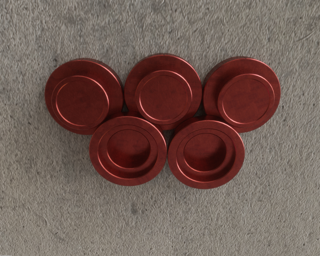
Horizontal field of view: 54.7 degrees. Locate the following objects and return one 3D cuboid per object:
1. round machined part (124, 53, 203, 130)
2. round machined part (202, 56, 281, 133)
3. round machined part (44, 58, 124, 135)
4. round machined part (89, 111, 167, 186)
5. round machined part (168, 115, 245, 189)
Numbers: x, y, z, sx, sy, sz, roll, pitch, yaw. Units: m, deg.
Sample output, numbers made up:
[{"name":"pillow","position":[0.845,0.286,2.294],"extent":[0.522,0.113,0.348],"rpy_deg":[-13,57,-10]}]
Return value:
[{"name":"round machined part","position":[0.004,-0.042,0.387],"extent":[0.099,0.042,0.097],"rpy_deg":[0,110,-1]},{"name":"round machined part","position":[0.103,-0.039,0.389],"extent":[0.099,0.042,0.097],"rpy_deg":[0,110,-1]},{"name":"round machined part","position":[-0.095,-0.036,0.387],"extent":[0.099,0.042,0.097],"rpy_deg":[0,110,-1]},{"name":"round machined part","position":[-0.040,0.024,0.410],"extent":[0.099,0.042,0.097],"rpy_deg":[0,110,-1]},{"name":"round machined part","position":[0.059,0.029,0.413],"extent":[0.099,0.042,0.097],"rpy_deg":[0,110,-1]}]
